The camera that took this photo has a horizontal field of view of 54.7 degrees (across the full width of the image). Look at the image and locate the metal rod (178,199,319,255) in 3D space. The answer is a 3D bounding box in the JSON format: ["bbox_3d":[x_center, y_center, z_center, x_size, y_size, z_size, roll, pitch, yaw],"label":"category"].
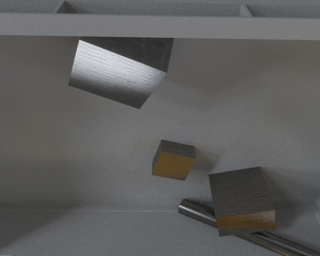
[{"bbox_3d":[0.170,0.174,0.472,0.301,0.025,0.025,17,134,21],"label":"metal rod"}]

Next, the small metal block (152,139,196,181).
[{"bbox_3d":[0.019,0.048,0.450,0.050,0.025,0.050,12,129,-11],"label":"small metal block"}]

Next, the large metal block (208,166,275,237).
[{"bbox_3d":[0.122,0.110,0.469,0.080,0.080,0.050,-10,130,8],"label":"large metal block"}]

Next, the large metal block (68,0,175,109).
[{"bbox_3d":[-0.041,-0.069,0.314,0.081,0.050,0.080,18,153,-16],"label":"large metal block"}]
